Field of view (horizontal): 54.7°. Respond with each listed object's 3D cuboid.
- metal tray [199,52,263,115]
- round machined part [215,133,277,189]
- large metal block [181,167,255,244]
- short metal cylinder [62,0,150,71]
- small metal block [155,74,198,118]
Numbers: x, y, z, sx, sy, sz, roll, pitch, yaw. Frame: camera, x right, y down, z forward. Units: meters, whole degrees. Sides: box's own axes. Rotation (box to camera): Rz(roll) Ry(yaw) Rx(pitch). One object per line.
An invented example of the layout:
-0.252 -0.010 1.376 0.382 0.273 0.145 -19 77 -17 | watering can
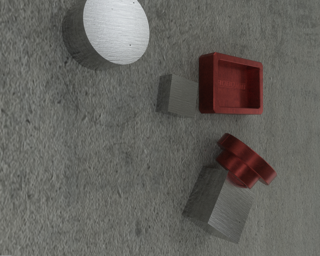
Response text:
0.119 -0.067 0.503 0.131 0.030 0.089 -1 91 -40 | metal tray
0.123 0.055 0.470 0.042 0.098 0.098 -49 123 0 | round machined part
0.090 0.116 0.467 0.080 0.050 0.080 42 65 -32 | large metal block
-0.059 -0.106 0.340 0.081 0.050 0.079 0 90 -40 | short metal cylinder
0.024 -0.042 0.427 0.050 0.025 0.050 11 83 -40 | small metal block
